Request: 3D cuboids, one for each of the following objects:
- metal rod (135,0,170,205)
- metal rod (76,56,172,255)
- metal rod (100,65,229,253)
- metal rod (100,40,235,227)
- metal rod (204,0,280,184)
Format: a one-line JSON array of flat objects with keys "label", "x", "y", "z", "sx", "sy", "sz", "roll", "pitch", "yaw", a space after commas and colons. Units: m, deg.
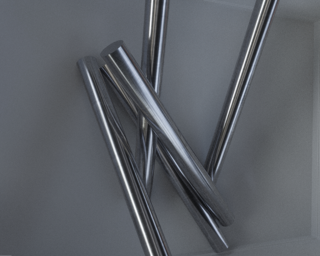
[{"label": "metal rod", "x": -0.011, "y": -0.039, "z": 0.348, "sx": 0.025, "sy": 0.025, "sz": 0.298, "roll": -3, "pitch": 114, "yaw": -20}, {"label": "metal rod", "x": -0.034, "y": 0.051, "z": 0.335, "sx": 0.025, "sy": 0.025, "sz": 0.299, "roll": -17, "pitch": 72, "yaw": -20}, {"label": "metal rod", "x": 0.011, "y": 0.045, "z": 0.415, "sx": 0.025, "sy": 0.025, "sz": 0.299, "roll": -35, "pitch": 102, "yaw": -17}, {"label": "metal rod", "x": 0.026, "y": 0.029, "z": 0.367, "sx": 0.025, "sy": 0.025, "sz": 0.299, "roll": -44, "pitch": 125, "yaw": -15}, {"label": "metal rod", "x": 0.101, "y": -0.060, "z": 0.383, "sx": 0.025, "sy": 0.025, "sz": 0.298, "roll": 5, "pitch": 114, "yaw": -20}]
